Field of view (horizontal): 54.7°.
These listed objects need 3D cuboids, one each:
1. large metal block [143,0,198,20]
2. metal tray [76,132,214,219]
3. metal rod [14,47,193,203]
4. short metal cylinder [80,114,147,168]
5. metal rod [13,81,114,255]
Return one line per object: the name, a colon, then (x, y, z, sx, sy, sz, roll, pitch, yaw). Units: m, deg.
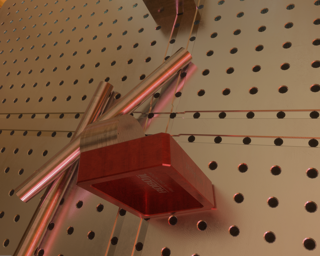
large metal block: (0.021, -0.241, 0.529, 0.080, 0.050, 0.080, -6, 59, 25)
metal tray: (-0.008, 0.055, 0.311, 0.090, 0.130, 0.030, -15, 56, 20)
metal rod: (-0.072, -0.009, 0.431, 0.301, 0.025, 0.025, -42, 51, -9)
short metal cylinder: (-0.054, 0.027, 0.384, 0.050, 0.080, 0.080, -14, 56, 20)
metal rod: (-0.135, 0.063, 0.440, 0.025, 0.025, 0.300, 8, 65, 31)
